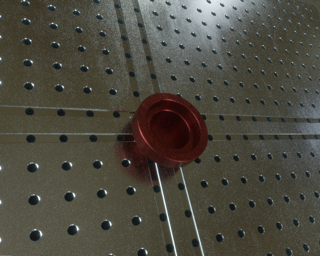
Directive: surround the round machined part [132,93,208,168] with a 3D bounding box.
[{"bbox_3d":[0.009,0.006,0.400,0.099,0.042,0.098,14,56,-21],"label":"round machined part"}]
